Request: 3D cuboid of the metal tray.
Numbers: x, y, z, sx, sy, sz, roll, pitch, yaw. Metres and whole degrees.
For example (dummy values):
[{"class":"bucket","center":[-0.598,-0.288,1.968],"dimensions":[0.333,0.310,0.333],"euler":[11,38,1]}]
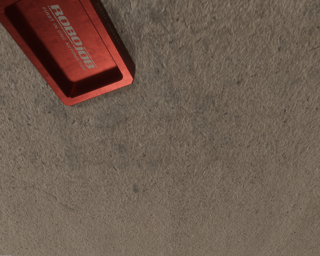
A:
[{"class":"metal tray","center":[-0.093,-0.092,0.324],"dimensions":[0.090,0.030,0.130],"euler":[-18,128,14]}]
